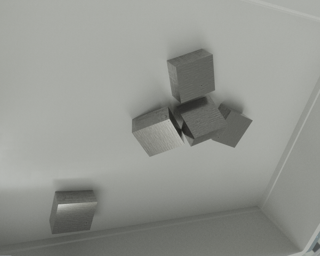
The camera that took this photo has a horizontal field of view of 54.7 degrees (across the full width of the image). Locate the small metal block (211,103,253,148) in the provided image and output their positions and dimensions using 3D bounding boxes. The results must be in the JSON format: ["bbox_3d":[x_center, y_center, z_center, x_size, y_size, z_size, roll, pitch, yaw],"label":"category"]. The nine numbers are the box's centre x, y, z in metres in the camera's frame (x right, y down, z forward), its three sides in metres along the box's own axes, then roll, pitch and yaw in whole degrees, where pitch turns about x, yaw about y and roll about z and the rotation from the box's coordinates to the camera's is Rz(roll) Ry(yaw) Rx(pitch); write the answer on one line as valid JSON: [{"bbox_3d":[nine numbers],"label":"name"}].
[{"bbox_3d":[0.102,-0.003,0.462,0.050,0.025,0.050,19,108,-36],"label":"small metal block"}]

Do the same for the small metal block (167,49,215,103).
[{"bbox_3d":[0.040,-0.066,0.390,0.050,0.025,0.050,-22,127,-15],"label":"small metal block"}]

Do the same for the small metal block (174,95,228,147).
[{"bbox_3d":[0.053,-0.010,0.412,0.050,0.050,0.025,-20,156,-17],"label":"small metal block"}]

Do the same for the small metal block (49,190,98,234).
[{"bbox_3d":[-0.116,0.112,0.414,0.050,0.025,0.050,4,117,-30],"label":"small metal block"}]

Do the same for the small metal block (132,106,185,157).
[{"bbox_3d":[-0.002,0.005,0.399,0.050,0.025,0.050,-20,131,14],"label":"small metal block"}]
